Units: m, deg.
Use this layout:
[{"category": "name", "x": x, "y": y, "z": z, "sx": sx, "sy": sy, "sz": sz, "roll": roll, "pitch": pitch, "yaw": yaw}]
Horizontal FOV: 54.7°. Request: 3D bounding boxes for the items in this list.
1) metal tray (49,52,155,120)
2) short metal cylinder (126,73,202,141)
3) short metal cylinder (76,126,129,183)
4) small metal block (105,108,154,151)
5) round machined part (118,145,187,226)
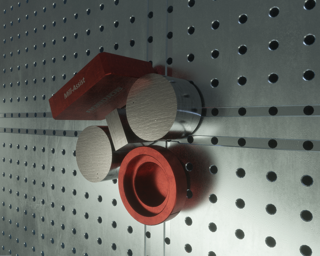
[{"category": "metal tray", "x": -0.080, "y": -0.051, "z": 0.427, "sx": 0.130, "sy": 0.091, "sz": 0.030, "roll": -30, "pitch": 72, "yaw": 36}, {"category": "short metal cylinder", "x": 0.004, "y": -0.025, "z": 0.385, "sx": 0.080, "sy": 0.050, "sz": 0.079, "roll": 0, "pitch": 90, "yaw": 40}, {"category": "short metal cylinder", "x": -0.078, "y": 0.036, "z": 0.452, "sx": 0.080, "sy": 0.050, "sz": 0.079, "roll": 0, "pitch": 90, "yaw": 40}, {"category": "small metal block", "x": -0.041, "y": 0.002, "z": 0.421, "sx": 0.025, "sy": 0.050, "sz": 0.050, "roll": -32, "pitch": 71, "yaw": 36}, {"category": "round machined part", "x": -0.005, "y": 0.071, "z": 0.397, "sx": 0.098, "sy": 0.042, "sz": 0.097, "roll": 0, "pitch": 90, "yaw": 40}]
